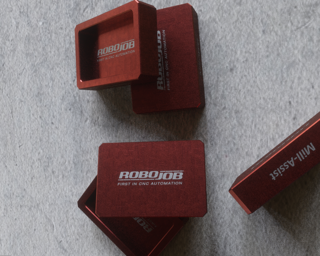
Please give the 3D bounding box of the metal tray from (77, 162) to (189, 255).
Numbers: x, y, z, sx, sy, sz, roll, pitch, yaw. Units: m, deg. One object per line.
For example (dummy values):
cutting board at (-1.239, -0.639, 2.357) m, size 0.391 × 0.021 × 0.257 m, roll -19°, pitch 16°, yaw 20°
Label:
metal tray at (-0.038, 0.111, 0.418) m, size 0.130 × 0.030 × 0.090 m, roll 40°, pitch 102°, yaw 15°

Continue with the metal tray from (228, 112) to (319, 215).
metal tray at (0.137, 0.031, 0.326) m, size 0.130 × 0.090 × 0.030 m, roll -43°, pitch 77°, yaw 15°

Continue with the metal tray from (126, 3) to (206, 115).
metal tray at (0.007, -0.086, 0.403) m, size 0.090 × 0.030 × 0.129 m, roll -5°, pitch 88°, yaw 19°

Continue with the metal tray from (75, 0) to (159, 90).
metal tray at (-0.060, -0.099, 0.398) m, size 0.130 × 0.030 × 0.089 m, roll -1°, pitch 91°, yaw 43°

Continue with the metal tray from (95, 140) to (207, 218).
metal tray at (-0.010, 0.063, 0.382) m, size 0.131 × 0.030 × 0.090 m, roll -2°, pitch 74°, yaw 6°
